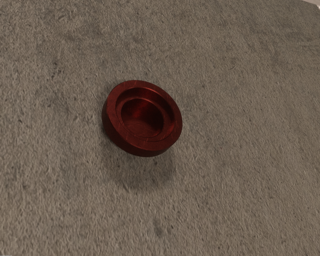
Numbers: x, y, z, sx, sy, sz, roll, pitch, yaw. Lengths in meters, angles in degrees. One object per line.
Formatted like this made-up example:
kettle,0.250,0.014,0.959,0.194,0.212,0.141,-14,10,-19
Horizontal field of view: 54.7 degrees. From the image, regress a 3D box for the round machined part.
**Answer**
round machined part,-0.025,-0.008,0.386,0.099,0.042,0.098,14,56,-21
